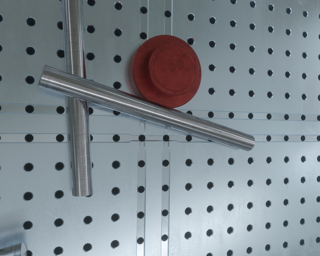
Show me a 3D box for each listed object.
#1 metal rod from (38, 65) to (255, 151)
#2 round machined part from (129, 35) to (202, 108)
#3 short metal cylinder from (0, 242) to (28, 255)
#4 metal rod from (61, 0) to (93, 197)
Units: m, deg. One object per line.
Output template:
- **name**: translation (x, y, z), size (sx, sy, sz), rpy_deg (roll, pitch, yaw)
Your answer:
- **metal rod**: translation (0.003, -0.017, 0.398), size (0.302, 0.025, 0.025), rpy_deg (17, 84, -26)
- **round machined part**: translation (0.012, -0.075, 0.409), size (0.099, 0.042, 0.097), rpy_deg (0, 90, -21)
- **short metal cylinder**: translation (-0.164, 0.168, 0.323), size (0.050, 0.080, 0.079), rpy_deg (-11, 94, -20)
- **metal rod**: translation (-0.102, -0.068, 0.375), size (0.025, 0.025, 0.298), rpy_deg (-3, 91, -20)
